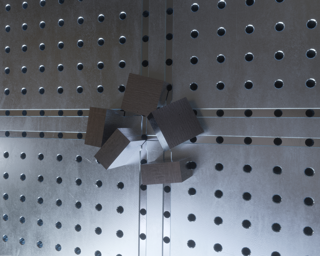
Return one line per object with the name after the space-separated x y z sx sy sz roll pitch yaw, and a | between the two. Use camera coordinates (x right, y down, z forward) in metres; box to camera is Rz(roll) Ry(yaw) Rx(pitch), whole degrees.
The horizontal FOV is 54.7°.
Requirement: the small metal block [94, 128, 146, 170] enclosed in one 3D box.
-0.053 0.027 0.417 0.025 0.050 0.050 44 104 14 | small metal block

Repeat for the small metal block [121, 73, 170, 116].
-0.020 -0.043 0.419 0.050 0.025 0.050 16 95 19 | small metal block

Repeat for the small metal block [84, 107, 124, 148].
-0.075 -0.001 0.425 0.025 0.050 0.050 10 94 19 | small metal block

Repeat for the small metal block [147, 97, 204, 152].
0.019 -0.004 0.391 0.050 0.025 0.050 -25 84 -19 | small metal block

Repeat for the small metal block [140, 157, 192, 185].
0.009 0.054 0.395 0.050 0.050 0.025 -8 88 19 | small metal block
